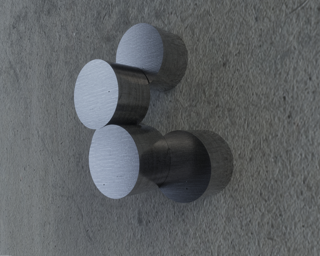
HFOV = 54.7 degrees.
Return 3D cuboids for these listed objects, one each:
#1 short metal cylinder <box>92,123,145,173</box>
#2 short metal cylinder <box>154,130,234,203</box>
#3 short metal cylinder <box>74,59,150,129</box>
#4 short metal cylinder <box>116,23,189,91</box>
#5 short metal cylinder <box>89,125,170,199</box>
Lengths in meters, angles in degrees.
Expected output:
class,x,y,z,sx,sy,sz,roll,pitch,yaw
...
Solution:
class,x,y,z,sx,sy,sz,roll,pitch,yaw
short metal cylinder,-0.051,0.030,0.432,0.080,0.050,0.080,0,90,40
short metal cylinder,0.037,0.042,0.359,0.080,0.050,0.080,0,90,40
short metal cylinder,-0.058,-0.038,0.372,0.080,0.050,0.080,0,90,40
short metal cylinder,-0.011,-0.088,0.399,0.080,0.050,0.080,0,90,40
short metal cylinder,-0.035,0.036,0.353,0.080,0.050,0.080,0,90,39
